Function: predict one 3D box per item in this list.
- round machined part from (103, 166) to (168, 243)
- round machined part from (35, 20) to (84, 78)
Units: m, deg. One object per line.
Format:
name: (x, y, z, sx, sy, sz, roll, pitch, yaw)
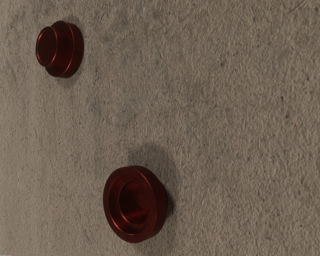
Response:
round machined part: (-0.028, 0.099, 0.415, 0.098, 0.042, 0.097, 0, 90, 39)
round machined part: (-0.180, -0.138, 0.539, 0.098, 0.042, 0.097, 0, 90, 39)
